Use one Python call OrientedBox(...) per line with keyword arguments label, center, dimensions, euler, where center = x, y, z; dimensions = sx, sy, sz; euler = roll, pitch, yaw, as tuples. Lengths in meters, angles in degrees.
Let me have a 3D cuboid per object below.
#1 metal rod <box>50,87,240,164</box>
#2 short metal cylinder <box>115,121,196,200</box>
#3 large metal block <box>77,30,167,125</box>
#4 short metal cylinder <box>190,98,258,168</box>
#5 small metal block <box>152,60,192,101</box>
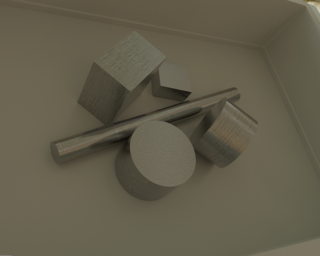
OrientedBox(label="metal rod", center=(0.005, -0.014, 0.417), dimensions=(0.302, 0.025, 0.025), euler=(-19, 72, -36))
OrientedBox(label="short metal cylinder", center=(-0.006, 0.038, 0.362), dimensions=(0.081, 0.050, 0.080), euler=(14, 56, -21))
OrientedBox(label="large metal block", center=(-0.048, -0.060, 0.381), dimensions=(0.050, 0.080, 0.080), euler=(40, 51, -2))
OrientedBox(label="short metal cylinder", center=(0.082, 0.006, 0.412), dimensions=(0.050, 0.080, 0.080), euler=(37, 51, -4))
OrientedBox(label="small metal block", center=(0.016, -0.071, 0.457), dimensions=(0.050, 0.025, 0.050), euler=(8, 58, -24))
